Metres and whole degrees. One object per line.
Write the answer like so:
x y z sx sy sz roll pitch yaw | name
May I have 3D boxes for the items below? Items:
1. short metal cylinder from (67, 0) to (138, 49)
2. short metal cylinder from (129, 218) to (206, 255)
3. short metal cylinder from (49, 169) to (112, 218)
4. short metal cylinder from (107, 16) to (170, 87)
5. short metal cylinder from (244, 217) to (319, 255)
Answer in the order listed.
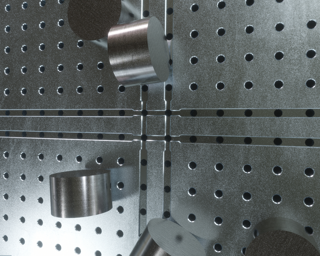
-0.078 -0.154 0.426 0.080 0.050 0.079 0 90 19 | short metal cylinder
0.008 0.157 0.380 0.080 0.080 0.050 32 100 17 | short metal cylinder
-0.106 0.086 0.419 0.080 0.080 0.050 -3 89 19 | short metal cylinder
-0.024 -0.095 0.391 0.050 0.080 0.080 -6 88 19 | short metal cylinder
0.138 0.148 0.350 0.080 0.050 0.079 0 90 19 | short metal cylinder
